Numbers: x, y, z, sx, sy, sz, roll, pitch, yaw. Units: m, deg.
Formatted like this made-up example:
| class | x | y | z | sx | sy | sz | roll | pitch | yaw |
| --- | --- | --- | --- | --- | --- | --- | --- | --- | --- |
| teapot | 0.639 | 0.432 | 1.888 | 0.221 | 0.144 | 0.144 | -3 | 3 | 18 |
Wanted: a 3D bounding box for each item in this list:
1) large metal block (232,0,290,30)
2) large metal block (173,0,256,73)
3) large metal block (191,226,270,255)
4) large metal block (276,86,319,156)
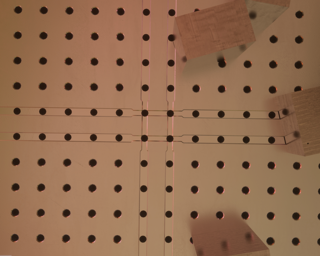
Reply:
| class | x | y | z | sx | sy | sz | roll | pitch | yaw |
| --- | --- | --- | --- | --- | --- | --- | --- | --- | --- |
| large metal block | 0.127 | -0.179 | 0.387 | 0.050 | 0.080 | 0.080 | 11 | 90 | 0 |
| large metal block | 0.062 | -0.111 | 0.386 | 0.080 | 0.080 | 0.050 | -16 | 90 | 0 |
| large metal block | 0.087 | 0.166 | 0.387 | 0.080 | 0.080 | 0.050 | -9 | 90 | 0 |
| large metal block | 0.207 | -0.013 | 0.402 | 0.080 | 0.050 | 0.080 | -13 | 90 | 0 |
